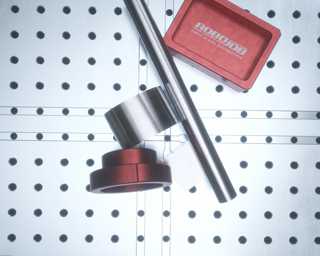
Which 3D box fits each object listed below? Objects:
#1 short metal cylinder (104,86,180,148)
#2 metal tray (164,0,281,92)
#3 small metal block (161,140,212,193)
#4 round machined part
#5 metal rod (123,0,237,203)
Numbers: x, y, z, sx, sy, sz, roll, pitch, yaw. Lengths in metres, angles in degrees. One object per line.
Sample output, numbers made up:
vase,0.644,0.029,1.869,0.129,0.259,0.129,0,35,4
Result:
short metal cylinder,-0.022,-0.011,0.386,0.080,0.080,0.050,-28,90,0
metal tray,0.080,-0.117,0.411,0.130,0.030,0.090,29,90,-1
small metal block,0.037,0.049,0.414,0.050,0.025,0.050,-38,91,0
round machined part,-0.036,0.053,0.379,0.099,0.098,0.042,-6,73,0
metal rod,0.021,-0.046,0.386,0.025,0.025,0.299,-25,91,0
